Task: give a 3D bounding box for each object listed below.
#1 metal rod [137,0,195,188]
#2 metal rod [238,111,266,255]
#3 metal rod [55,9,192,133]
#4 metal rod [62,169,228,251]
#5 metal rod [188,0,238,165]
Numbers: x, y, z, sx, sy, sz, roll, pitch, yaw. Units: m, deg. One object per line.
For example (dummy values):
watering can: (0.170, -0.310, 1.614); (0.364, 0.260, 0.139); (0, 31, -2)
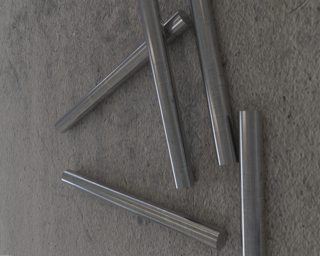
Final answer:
metal rod: (0.001, -0.076, 0.377); (0.025, 0.025, 0.298); (-11, 91, 39)
metal rod: (0.098, 0.132, 0.324); (0.025, 0.025, 0.298); (-2, 89, 40)
metal rod: (-0.072, -0.068, 0.464); (0.299, 0.025, 0.025); (-33, 70, 35)
metal rod: (-0.045, 0.104, 0.442); (0.300, 0.025, 0.025); (10, 97, 39)
metal rod: (0.053, -0.107, 0.360); (0.025, 0.025, 0.298); (-15, 81, 39)
